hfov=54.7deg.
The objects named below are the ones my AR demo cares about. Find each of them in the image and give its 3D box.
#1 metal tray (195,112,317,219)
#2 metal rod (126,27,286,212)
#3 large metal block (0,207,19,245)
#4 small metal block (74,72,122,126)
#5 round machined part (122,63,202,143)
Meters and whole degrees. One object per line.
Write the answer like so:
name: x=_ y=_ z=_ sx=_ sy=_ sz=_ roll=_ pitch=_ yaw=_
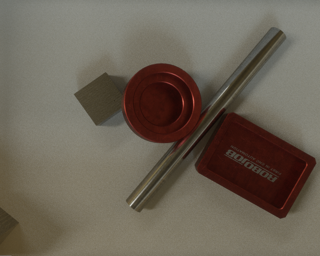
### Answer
metal tray: x=0.124 y=0.048 z=0.410 sx=0.130 sy=0.030 sz=0.090 roll=30 pitch=90 yaw=-1
metal rod: x=0.061 y=-0.011 z=0.412 sx=0.025 sy=0.025 sz=0.300 roll=40 pitch=90 yaw=-1
large metal block: x=-0.239 y=0.123 z=0.381 sx=0.080 sy=0.080 sz=0.050 roll=40 pitch=90 yaw=-1
small metal block: x=-0.076 y=-0.038 z=0.410 sx=0.050 sy=0.025 sz=0.050 roll=-35 pitch=90 yaw=0
round machined part: x=0.000 y=-0.030 z=0.395 sx=0.099 sy=0.042 sz=0.097 roll=1 pitch=87 yaw=-16
